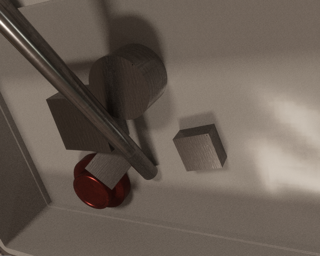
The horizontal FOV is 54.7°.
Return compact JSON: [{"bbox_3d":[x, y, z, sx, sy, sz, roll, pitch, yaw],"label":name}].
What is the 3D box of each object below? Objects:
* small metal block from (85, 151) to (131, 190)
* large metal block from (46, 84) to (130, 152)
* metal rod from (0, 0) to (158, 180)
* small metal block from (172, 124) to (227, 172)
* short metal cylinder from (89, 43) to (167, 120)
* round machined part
[{"bbox_3d":[-0.074,0.056,0.462,0.050,0.025,0.050,38,84,2],"label":"small metal block"},{"bbox_3d":[-0.099,-0.015,0.433,0.080,0.050,0.079,1,119,27],"label":"large metal block"},{"bbox_3d":[-0.078,-0.021,0.354,0.025,0.025,0.300,-3,143,29],"label":"metal rod"},{"bbox_3d":[0.052,0.026,0.397,0.050,0.025,0.050,-12,113,32],"label":"small metal block"},{"bbox_3d":[-0.038,-0.056,0.376,0.080,0.050,0.079,13,124,20],"label":"short metal cylinder"},{"bbox_3d":[-0.102,0.093,0.507,0.098,0.042,0.097,13,124,20],"label":"round machined part"}]
